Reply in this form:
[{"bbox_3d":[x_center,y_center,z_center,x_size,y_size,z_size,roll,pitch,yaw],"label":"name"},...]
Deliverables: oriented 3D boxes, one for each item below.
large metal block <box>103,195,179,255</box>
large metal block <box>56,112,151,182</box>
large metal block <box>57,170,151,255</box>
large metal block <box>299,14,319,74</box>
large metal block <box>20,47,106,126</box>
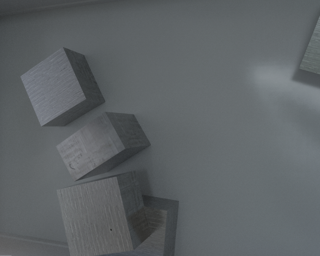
[{"bbox_3d":[-0.024,0.134,0.405,0.080,0.050,0.079,5,92,19],"label":"large metal block"},{"bbox_3d":[-0.070,0.023,0.405,0.080,0.080,0.050,-33,80,17],"label":"large metal block"},{"bbox_3d":[-0.065,0.100,0.366,0.080,0.050,0.080,-15,85,19],"label":"large metal block"},{"bbox_3d":[0.200,-0.089,0.319,0.080,0.050,0.079,21,108,18],"label":"large metal block"},{"bbox_3d":[-0.139,-0.056,0.445,0.080,0.050,0.080,-28,81,17],"label":"large metal block"}]
